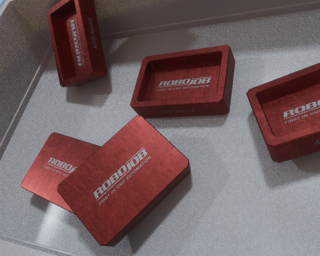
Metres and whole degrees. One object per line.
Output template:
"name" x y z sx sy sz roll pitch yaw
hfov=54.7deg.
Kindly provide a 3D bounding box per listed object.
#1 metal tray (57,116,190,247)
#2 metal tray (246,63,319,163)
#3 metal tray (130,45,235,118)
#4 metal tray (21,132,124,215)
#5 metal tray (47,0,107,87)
"metal tray" -0.040 0.059 0.361 0.130 0.030 0.090 -43 68 -11
"metal tray" 0.166 -0.025 0.319 0.130 0.030 0.090 -20 42 15
"metal tray" 0.031 -0.061 0.422 0.130 0.030 0.090 -1 61 27
"metal tray" -0.121 0.062 0.426 0.130 0.030 0.090 13 68 33
"metal tray" -0.135 -0.138 0.498 0.090 0.030 0.129 -9 92 41
